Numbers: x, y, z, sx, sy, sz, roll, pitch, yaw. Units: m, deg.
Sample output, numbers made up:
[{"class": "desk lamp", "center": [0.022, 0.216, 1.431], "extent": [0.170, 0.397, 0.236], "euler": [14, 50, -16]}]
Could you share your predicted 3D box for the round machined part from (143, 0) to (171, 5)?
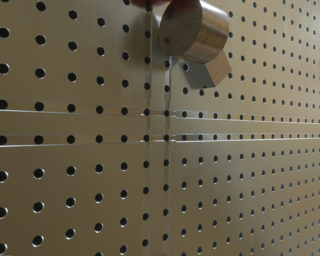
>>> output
[{"class": "round machined part", "center": [0.000, -0.214, 0.398], "extent": [0.099, 0.042, 0.097], "euler": [0, 90, -40]}]

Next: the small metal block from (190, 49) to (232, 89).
[{"class": "small metal block", "center": [0.079, -0.096, 0.475], "extent": [0.050, 0.025, 0.050], "euler": [-45, 117, -31]}]

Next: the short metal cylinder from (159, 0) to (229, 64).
[{"class": "short metal cylinder", "center": [0.043, -0.129, 0.409], "extent": [0.050, 0.080, 0.080], "euler": [5, 87, -40]}]
